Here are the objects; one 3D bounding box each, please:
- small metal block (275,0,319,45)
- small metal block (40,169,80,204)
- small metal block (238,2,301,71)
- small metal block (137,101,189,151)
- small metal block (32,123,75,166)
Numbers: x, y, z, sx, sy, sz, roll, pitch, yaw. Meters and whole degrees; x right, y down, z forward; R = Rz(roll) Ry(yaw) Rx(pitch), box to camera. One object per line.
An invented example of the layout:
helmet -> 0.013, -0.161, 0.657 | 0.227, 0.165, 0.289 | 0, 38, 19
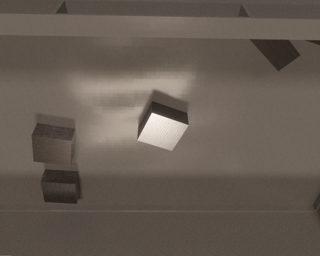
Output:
small metal block -> 0.149, -0.106, 0.305 | 0.050, 0.050, 0.025 | 14, 129, -12
small metal block -> -0.155, 0.092, 0.486 | 0.050, 0.025, 0.050 | 5, 130, -5
small metal block -> 0.110, -0.093, 0.315 | 0.050, 0.050, 0.025 | 36, 121, -27
small metal block -> 0.003, -0.002, 0.408 | 0.050, 0.025, 0.050 | 18, 128, -16
small metal block -> -0.146, 0.024, 0.427 | 0.050, 0.025, 0.050 | 9, 130, -8
